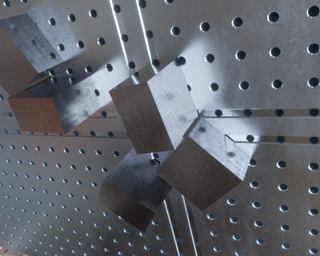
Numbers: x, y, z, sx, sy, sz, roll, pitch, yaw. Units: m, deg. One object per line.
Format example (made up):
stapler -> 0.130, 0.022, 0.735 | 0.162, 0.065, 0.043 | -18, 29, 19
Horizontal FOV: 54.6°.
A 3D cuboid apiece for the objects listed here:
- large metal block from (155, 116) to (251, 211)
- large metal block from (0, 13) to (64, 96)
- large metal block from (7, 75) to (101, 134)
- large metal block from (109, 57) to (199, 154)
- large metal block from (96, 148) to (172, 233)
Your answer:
large metal block -> 0.054, 0.047, 0.396 | 0.080, 0.050, 0.080 | 40, 129, 1
large metal block -> -0.199, -0.100, 0.439 | 0.080, 0.050, 0.080 | -27, 104, 37
large metal block -> -0.143, -0.035, 0.431 | 0.080, 0.080, 0.050 | 3, 120, 27
large metal block -> -0.003, -0.027, 0.361 | 0.050, 0.080, 0.080 | -9, 114, 32
large metal block -> -0.031, 0.087, 0.446 | 0.080, 0.080, 0.050 | 31, 129, 8
